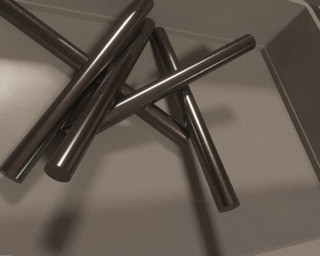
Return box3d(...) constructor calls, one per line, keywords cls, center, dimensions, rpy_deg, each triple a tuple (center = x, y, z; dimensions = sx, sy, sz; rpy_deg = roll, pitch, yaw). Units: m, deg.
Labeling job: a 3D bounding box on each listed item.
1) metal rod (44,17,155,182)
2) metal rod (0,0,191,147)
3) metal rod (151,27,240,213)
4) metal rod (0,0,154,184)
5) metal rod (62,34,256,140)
box3d(cls="metal rod", center=(-0.055, -0.060, 0.378), dimensions=(0.025, 0.025, 0.301), rpy_deg=(30, 44, -10))
box3d(cls="metal rod", center=(-0.085, -0.073, 0.405), dimensions=(0.301, 0.025, 0.025), rpy_deg=(36, 51, -5))
box3d(cls="metal rod", center=(0.037, -0.032, 0.421), dimensions=(0.025, 0.025, 0.299), rpy_deg=(1, 53, -28))
box3d(cls="metal rod", center=(-0.083, -0.068, 0.373), dimensions=(0.025, 0.025, 0.300), rpy_deg=(33, 60, -7))
box3d(cls="metal rod", center=(0.016, -0.059, 0.405), dimensions=(0.302, 0.025, 0.025), rpy_deg=(-31, 79, -24))
